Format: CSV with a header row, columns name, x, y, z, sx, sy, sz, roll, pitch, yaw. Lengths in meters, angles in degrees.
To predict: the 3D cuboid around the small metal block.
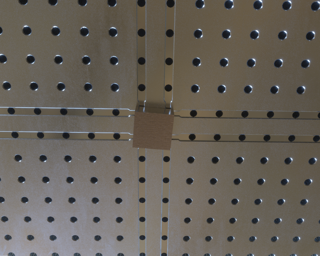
name,x,y,z,sx,sy,sz,roll,pitch,yaw
small metal block,-0.009,0.000,0.413,0.050,0.025,0.050,5,110,-2
